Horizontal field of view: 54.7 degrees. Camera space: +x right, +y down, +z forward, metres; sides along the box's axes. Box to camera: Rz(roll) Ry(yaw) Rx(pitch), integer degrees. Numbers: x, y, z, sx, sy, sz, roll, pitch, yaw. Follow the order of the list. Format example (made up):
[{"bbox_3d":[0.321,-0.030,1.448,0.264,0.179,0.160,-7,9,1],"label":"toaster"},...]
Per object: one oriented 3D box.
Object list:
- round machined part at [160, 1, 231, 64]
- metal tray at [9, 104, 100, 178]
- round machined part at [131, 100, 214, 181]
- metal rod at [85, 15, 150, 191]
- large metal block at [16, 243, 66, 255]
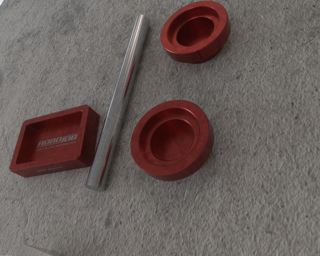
[{"bbox_3d":[0.054,-0.132,0.446,0.098,0.042,0.098,-13,56,21],"label":"round machined part"},{"bbox_3d":[-0.159,0.021,0.471,0.130,0.030,0.090,-12,57,21],"label":"metal tray"},{"bbox_3d":[0.018,0.018,0.373,0.098,0.042,0.098,-13,56,21],"label":"round machined part"},{"bbox_3d":[-0.057,-0.054,0.466,0.025,0.025,0.300,-2,60,27],"label":"metal rod"},{"bbox_3d":[-0.127,0.183,0.342,0.080,0.050,0.080,5,64,30],"label":"large metal block"}]
